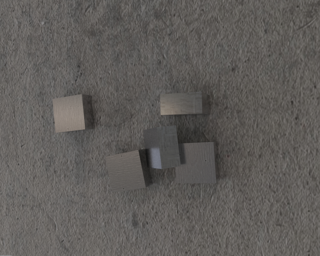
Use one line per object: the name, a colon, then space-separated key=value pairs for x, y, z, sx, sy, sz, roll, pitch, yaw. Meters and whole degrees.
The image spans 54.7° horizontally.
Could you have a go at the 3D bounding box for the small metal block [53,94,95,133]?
small metal block: x=-0.126 y=-0.020 z=0.454 sx=0.050 sy=0.025 sz=0.050 roll=-6 pitch=88 yaw=19

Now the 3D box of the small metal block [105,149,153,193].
small metal block: x=-0.042 y=0.058 z=0.424 sx=0.050 sy=0.025 sz=0.050 roll=-13 pitch=86 yaw=19

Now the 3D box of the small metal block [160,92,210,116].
small metal block: x=0.033 y=-0.029 z=0.384 sx=0.050 sy=0.050 sz=0.025 roll=-1 pitch=90 yaw=20

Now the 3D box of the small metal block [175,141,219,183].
small metal block: x=0.047 y=0.043 z=0.392 sx=0.050 sy=0.025 sz=0.050 roll=-4 pitch=89 yaw=20

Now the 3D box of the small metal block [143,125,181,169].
small metal block: x=0.001 y=0.024 z=0.393 sx=0.025 sy=0.050 sz=0.050 roll=-6 pitch=88 yaw=-23
